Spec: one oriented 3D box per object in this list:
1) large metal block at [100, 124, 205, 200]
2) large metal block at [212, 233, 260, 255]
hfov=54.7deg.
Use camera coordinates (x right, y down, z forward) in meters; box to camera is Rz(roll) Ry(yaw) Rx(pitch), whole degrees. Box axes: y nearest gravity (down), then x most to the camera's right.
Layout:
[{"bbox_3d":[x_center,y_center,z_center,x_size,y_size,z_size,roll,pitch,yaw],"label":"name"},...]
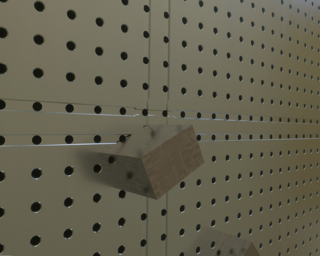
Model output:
[{"bbox_3d":[-0.009,0.035,0.368,0.081,0.080,0.050,-31,110,-36],"label":"large metal block"},{"bbox_3d":[0.123,0.234,0.500,0.080,0.050,0.080,-47,118,-30],"label":"large metal block"}]
